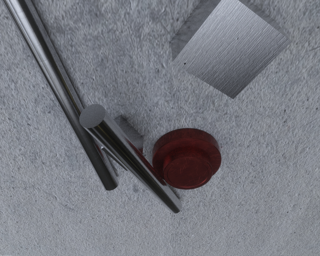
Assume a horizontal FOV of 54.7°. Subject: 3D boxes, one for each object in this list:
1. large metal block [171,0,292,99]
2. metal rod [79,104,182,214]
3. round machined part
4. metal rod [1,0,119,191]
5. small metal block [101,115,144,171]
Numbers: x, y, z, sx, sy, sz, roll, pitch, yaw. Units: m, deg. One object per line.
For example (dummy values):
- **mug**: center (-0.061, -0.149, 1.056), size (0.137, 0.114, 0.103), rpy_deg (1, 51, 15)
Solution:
- **large metal block**: center (0.068, -0.089, 0.316), size (0.080, 0.050, 0.080), rpy_deg (27, 125, -22)
- **metal rod**: center (-0.017, 0.061, 0.397), size (0.025, 0.025, 0.300), rpy_deg (-14, 148, 11)
- **round machined part**: center (0.038, 0.051, 0.440), size (0.099, 0.042, 0.097), rpy_deg (-1, 130, 0)
- **metal rod**: center (-0.109, -0.023, 0.385), size (0.025, 0.025, 0.299), rpy_deg (-10, 130, 8)
- **small metal block**: center (-0.048, 0.019, 0.407), size (0.025, 0.050, 0.050), rpy_deg (-28, 125, 21)
